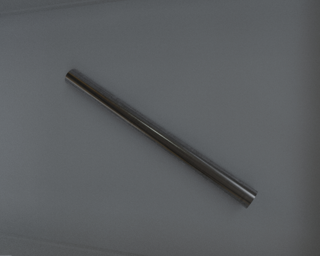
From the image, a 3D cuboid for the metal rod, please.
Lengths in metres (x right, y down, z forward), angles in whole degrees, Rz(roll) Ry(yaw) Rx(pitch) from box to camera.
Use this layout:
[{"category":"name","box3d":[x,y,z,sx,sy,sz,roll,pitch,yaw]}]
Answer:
[{"category":"metal rod","box3d":[-0.010,0.005,0.411,0.300,0.025,0.025,34,101,16]}]
